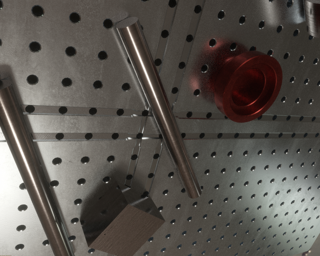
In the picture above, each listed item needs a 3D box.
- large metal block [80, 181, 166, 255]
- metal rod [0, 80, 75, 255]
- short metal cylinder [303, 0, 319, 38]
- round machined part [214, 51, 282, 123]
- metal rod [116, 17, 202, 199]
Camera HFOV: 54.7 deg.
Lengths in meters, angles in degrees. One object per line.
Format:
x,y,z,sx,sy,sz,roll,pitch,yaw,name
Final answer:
-0.054,0.135,0.451,0.080,0.050,0.080,-48,129,5,large metal block
-0.147,0.082,0.382,0.025,0.025,0.298,-18,126,-19,metal rod
0.233,-0.162,0.406,0.080,0.080,0.050,-34,129,-6,short metal cylinder
0.117,-0.060,0.429,0.099,0.042,0.097,-14,125,-21,round machined part
0.011,-0.002,0.417,0.025,0.025,0.299,-30,129,-9,metal rod
